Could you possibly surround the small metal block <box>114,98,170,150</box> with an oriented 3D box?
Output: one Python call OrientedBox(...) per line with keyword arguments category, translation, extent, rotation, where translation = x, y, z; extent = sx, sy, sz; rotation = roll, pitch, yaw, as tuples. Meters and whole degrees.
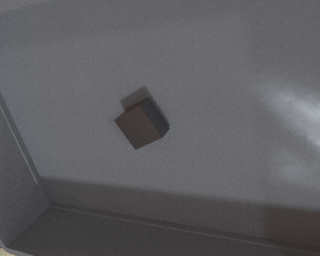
OrientedBox(category="small metal block", translation=(-0.024, -0.005, 0.413), extent=(0.050, 0.025, 0.050), rotation=(-26, 105, 36))
